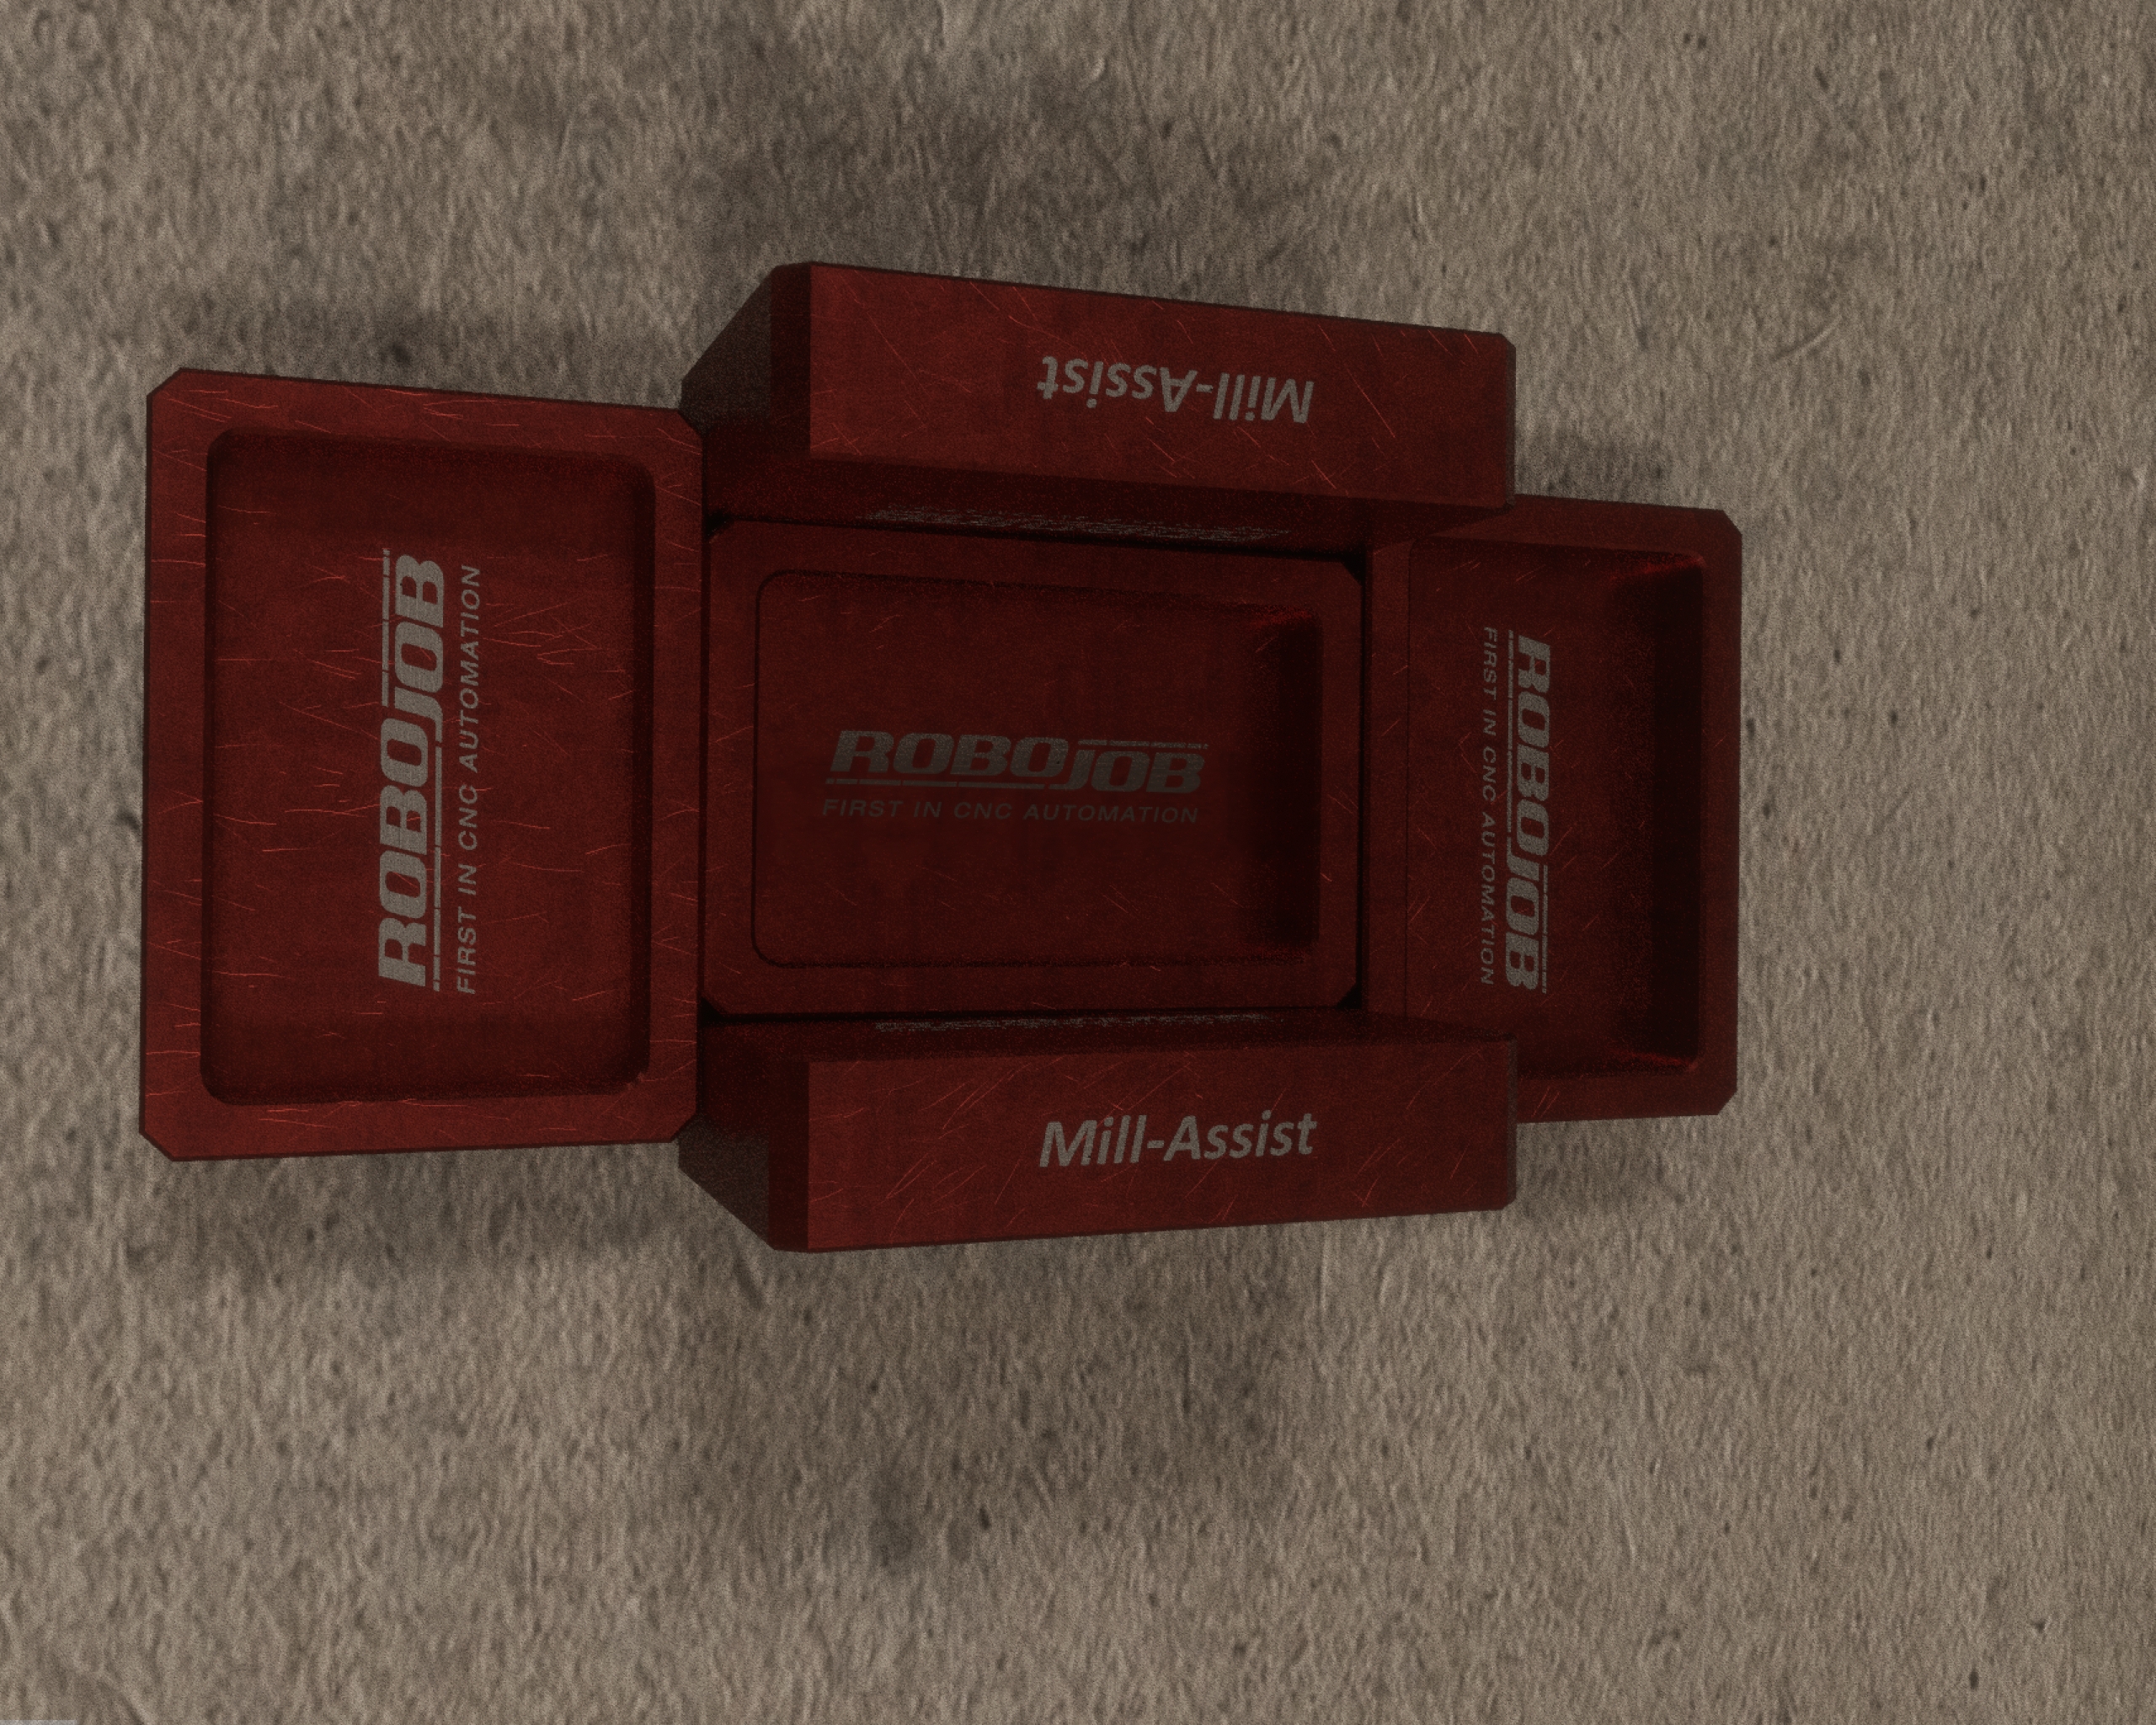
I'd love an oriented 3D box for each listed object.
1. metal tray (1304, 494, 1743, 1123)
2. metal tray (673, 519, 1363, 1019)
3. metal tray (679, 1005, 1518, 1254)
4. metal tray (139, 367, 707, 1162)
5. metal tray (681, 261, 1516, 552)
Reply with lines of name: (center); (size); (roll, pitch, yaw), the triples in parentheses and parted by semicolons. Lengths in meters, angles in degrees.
metal tray: (0.095, -0.011, 0.444); (0.091, 0.030, 0.129); (1, 90, -21)
metal tray: (-0.010, -0.016, 0.405); (0.131, 0.030, 0.089); (1, 90, -21)
metal tray: (0.001, 0.044, 0.375); (0.131, 0.090, 0.030); (0, 90, -20)
metal tray: (-0.114, -0.016, 0.366); (0.091, 0.030, 0.129); (1, 90, -21)
metal tray: (0.001, -0.076, 0.377); (0.131, 0.090, 0.030); (0, 90, -20)
